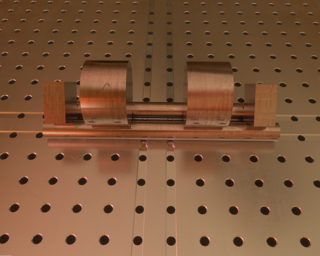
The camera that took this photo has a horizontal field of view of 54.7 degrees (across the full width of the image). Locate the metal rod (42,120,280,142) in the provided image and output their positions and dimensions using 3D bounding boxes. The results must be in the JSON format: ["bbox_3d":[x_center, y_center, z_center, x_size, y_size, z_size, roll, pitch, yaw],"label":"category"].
[{"bbox_3d":[0.002,0.003,0.405,0.302,0.025,0.025,1,50,0],"label":"metal rod"}]

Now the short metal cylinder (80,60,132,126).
[{"bbox_3d":[-0.062,-0.042,0.379,0.050,0.080,0.080,1,50,0],"label":"short metal cylinder"}]

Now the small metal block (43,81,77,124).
[{"bbox_3d":[-0.124,-0.033,0.389,0.025,0.050,0.050,0,8,1],"label":"small metal block"}]

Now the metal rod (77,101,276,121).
[{"bbox_3d":[0.005,-0.023,0.427,0.302,0.025,0.025,1,50,0],"label":"metal rod"}]

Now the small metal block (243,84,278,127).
[{"bbox_3d":[0.124,-0.030,0.388,0.025,0.050,0.050,0,9,1],"label":"small metal block"}]

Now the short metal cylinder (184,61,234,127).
[{"bbox_3d":[0.056,-0.041,0.378,0.050,0.080,0.080,1,50,0],"label":"short metal cylinder"}]
